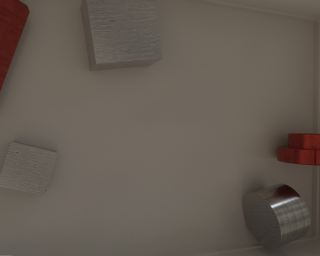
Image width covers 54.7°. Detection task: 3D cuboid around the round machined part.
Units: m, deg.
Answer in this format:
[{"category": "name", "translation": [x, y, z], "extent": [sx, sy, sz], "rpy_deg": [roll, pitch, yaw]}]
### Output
[{"category": "round machined part", "translation": [0.226, 0.029, 0.457], "extent": [0.099, 0.098, 0.042], "rpy_deg": [1, 90, -20]}]

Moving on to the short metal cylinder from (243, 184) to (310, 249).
[{"category": "short metal cylinder", "translation": [0.164, 0.125, 0.444], "extent": [0.050, 0.080, 0.079], "rpy_deg": [-12, 94, -20]}]

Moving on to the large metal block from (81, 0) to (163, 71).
[{"category": "large metal block", "translation": [-0.048, -0.117, 0.380], "extent": [0.081, 0.050, 0.079], "rpy_deg": [-9, 93, -20]}]

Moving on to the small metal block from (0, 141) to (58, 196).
[{"category": "small metal block", "translation": [-0.151, 0.046, 0.355], "extent": [0.050, 0.025, 0.050], "rpy_deg": [17, 84, -20]}]

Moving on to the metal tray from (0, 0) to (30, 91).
[{"category": "metal tray", "translation": [-0.199, -0.086, 0.310], "extent": [0.090, 0.030, 0.129], "rpy_deg": [25, 80, -52]}]
